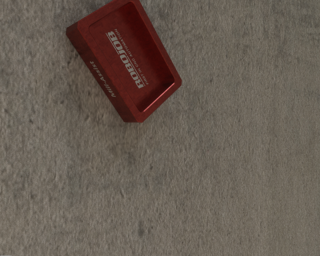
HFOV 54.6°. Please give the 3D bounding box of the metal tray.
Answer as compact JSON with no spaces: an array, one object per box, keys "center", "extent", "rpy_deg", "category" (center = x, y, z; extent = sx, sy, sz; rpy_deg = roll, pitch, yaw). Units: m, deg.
[{"center":[-0.036,-0.082,0.369],"extent":[0.090,0.030,0.130],"rpy_deg":[-46,117,-30],"category":"metal tray"}]
